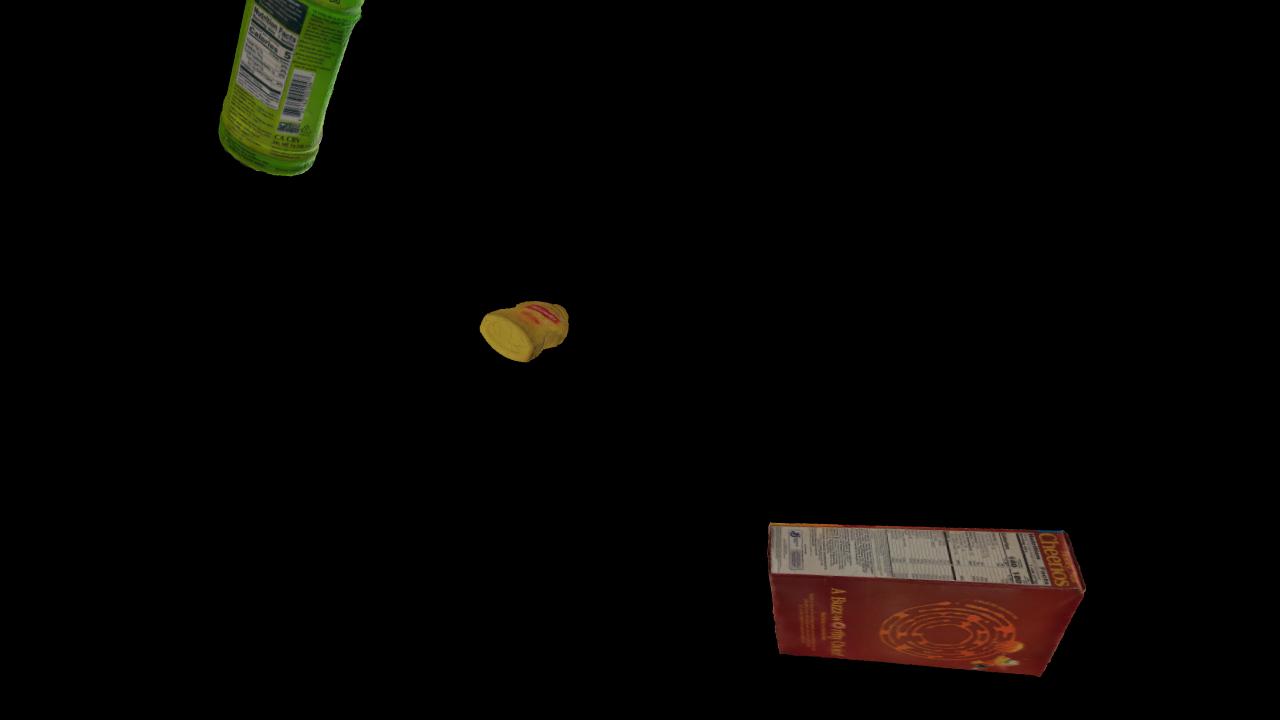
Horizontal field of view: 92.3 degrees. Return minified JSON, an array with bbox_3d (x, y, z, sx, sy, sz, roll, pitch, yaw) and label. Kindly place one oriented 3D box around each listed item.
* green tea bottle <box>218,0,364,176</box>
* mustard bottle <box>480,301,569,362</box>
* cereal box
[{"bbox_3d":[-0.245,-0.232,0.441,0.073,0.073,0.212,0,-35,-45],"label":"green tea bottle"},{"bbox_3d":[-0.158,-0.053,0.938,0.092,0.054,0.184,29,22,10],"label":"mustard bottle"},{"bbox_3d":[0.309,0.276,0.712,0.306,0.203,0.081,-3,42,15],"label":"cereal box"}]
